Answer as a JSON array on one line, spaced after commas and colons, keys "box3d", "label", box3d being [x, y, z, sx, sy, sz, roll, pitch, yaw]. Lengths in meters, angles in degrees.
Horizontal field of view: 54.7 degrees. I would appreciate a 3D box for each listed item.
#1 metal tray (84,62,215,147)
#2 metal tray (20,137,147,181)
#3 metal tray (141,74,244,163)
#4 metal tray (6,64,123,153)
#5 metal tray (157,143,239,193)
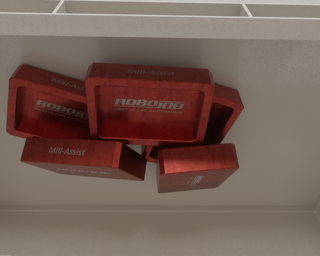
[{"box3d": [-0.012, -0.023, 0.344, 0.131, 0.030, 0.089, 3, 130, -3], "label": "metal tray"}, {"box3d": [-0.093, 0.041, 0.392, 0.130, 0.030, 0.090, 1, 162, 19], "label": "metal tray"}, {"box3d": [0.037, -0.001, 0.403, 0.091, 0.030, 0.129, 15, 129, -13], "label": "metal tray"}, {"box3d": [-0.116, -0.017, 0.385, 0.131, 0.030, 0.089, 15, 129, -13], "label": "metal tray"}, {"box3d": [0.042, 0.058, 0.411, 0.091, 0.030, 0.130, -5, 159, -4], "label": "metal tray"}]
